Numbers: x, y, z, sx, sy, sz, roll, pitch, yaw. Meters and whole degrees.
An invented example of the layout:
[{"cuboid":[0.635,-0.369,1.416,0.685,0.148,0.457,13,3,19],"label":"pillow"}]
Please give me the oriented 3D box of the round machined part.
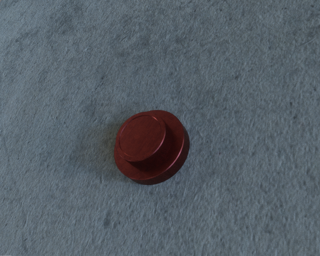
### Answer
[{"cuboid":[-0.016,0.018,0.389,0.098,0.042,0.098,-13,56,20],"label":"round machined part"}]
